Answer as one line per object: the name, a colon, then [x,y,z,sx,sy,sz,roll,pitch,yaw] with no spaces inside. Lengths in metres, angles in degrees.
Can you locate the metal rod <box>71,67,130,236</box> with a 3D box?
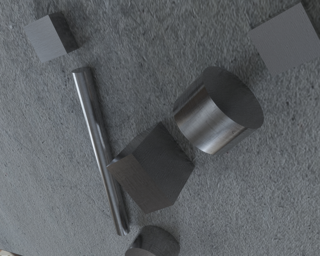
metal rod: [-0.085,0.053,0.482,0.025,0.025,0.298,5,121,25]

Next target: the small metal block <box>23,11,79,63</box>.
small metal block: [-0.143,-0.119,0.407,0.050,0.025,0.050,-9,114,32]

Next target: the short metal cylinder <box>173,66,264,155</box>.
short metal cylinder: [0.061,-0.018,0.327,0.080,0.080,0.050,43,129,-2]

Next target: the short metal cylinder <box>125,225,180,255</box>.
short metal cylinder: [-0.012,0.214,0.528,0.080,0.050,0.079,13,124,20]

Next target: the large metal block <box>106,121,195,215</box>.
large metal block: [-0.009,0.051,0.406,0.050,0.080,0.080,-30,102,37]

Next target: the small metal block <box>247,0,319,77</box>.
small metal block: [0.120,-0.084,0.292,0.050,0.025,0.050,-24,106,36]
